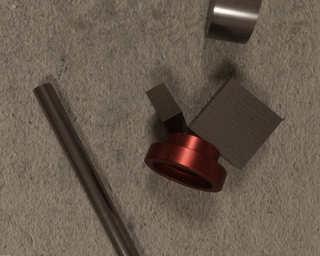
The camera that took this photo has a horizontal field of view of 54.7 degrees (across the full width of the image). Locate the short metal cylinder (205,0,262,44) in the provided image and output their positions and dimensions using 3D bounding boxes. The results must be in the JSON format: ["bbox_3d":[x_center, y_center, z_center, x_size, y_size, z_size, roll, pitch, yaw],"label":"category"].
[{"bbox_3d":[0.089,-0.148,0.384,0.050,0.080,0.080,9,90,0],"label":"short metal cylinder"}]

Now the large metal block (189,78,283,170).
[{"bbox_3d":[0.092,-0.005,0.399,0.080,0.050,0.080,40,90,-1],"label":"large metal block"}]

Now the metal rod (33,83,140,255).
[{"bbox_3d":[-0.087,0.080,0.408,0.025,0.025,0.299,-27,90,0],"label":"metal rod"}]

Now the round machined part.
[{"bbox_3d":[0.034,0.039,0.377,0.098,0.098,0.042,23,70,-1],"label":"round machined part"}]

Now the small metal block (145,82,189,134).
[{"bbox_3d":[0.010,-0.020,0.388,0.025,0.050,0.050,-29,60,0],"label":"small metal block"}]
